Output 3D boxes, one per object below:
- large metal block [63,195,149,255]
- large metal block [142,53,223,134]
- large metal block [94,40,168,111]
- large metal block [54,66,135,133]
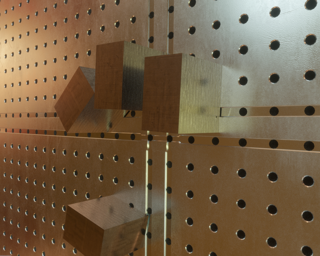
[{"bbox_3d":[-0.076,0.140,0.438,0.080,0.081,0.050,17,101,39],"label":"large metal block"},{"bbox_3d":[0.027,-0.036,0.352,0.050,0.081,0.080,5,93,40],"label":"large metal block"},{"bbox_3d":[-0.036,-0.063,0.405,0.050,0.081,0.080,4,93,40],"label":"large metal block"},{"bbox_3d":[-0.092,-0.038,0.451,0.080,0.081,0.050,-48,61,29],"label":"large metal block"}]
